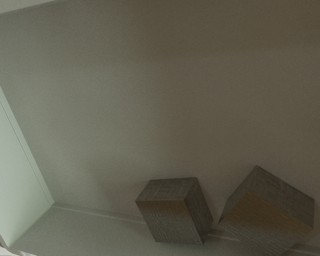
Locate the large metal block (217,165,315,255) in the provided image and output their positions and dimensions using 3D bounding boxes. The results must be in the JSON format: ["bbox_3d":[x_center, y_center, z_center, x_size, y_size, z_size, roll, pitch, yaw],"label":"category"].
[{"bbox_3d":[0.132,0.107,0.389,0.080,0.050,0.079,31,129,8],"label":"large metal block"}]

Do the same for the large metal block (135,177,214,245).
[{"bbox_3d":[0.023,0.122,0.456,0.080,0.050,0.080,-10,114,32],"label":"large metal block"}]
